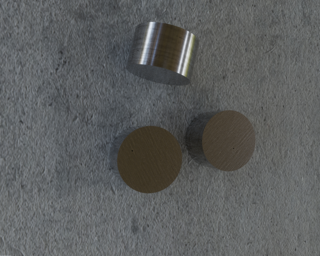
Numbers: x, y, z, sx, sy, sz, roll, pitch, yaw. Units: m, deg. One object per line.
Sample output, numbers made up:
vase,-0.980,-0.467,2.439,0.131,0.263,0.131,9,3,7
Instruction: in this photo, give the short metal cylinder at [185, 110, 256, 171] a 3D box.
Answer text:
short metal cylinder,0.082,0.016,0.426,0.081,0.050,0.080,0,90,-20

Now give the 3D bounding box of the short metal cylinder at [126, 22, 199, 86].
short metal cylinder,0.003,-0.088,0.381,0.081,0.080,0.050,14,85,-20

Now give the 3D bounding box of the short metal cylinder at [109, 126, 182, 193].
short metal cylinder,-0.019,0.037,0.389,0.081,0.050,0.080,0,90,-20
